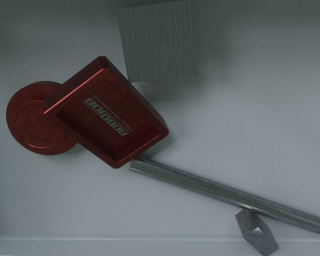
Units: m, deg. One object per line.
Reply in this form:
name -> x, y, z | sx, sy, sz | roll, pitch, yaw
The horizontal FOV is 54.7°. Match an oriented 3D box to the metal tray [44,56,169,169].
metal tray -> -0.060, -0.012, 0.374 | 0.090, 0.030, 0.130 | -35, 132, 10

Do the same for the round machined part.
round machined part -> -0.148, -0.008, 0.397 | 0.099, 0.042, 0.097 | 0, 110, -1

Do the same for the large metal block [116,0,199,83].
large metal block -> -0.001, -0.101, 0.361 | 0.080, 0.050, 0.079 | -7, 110, 2

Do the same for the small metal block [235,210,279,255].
small metal block -> 0.142, 0.152, 0.456 | 0.025, 0.050, 0.050 | -42, 105, 14

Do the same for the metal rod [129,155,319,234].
metal rod -> 0.102, 0.098, 0.448 | 0.302, 0.025, 0.025 | 20, 109, -8
